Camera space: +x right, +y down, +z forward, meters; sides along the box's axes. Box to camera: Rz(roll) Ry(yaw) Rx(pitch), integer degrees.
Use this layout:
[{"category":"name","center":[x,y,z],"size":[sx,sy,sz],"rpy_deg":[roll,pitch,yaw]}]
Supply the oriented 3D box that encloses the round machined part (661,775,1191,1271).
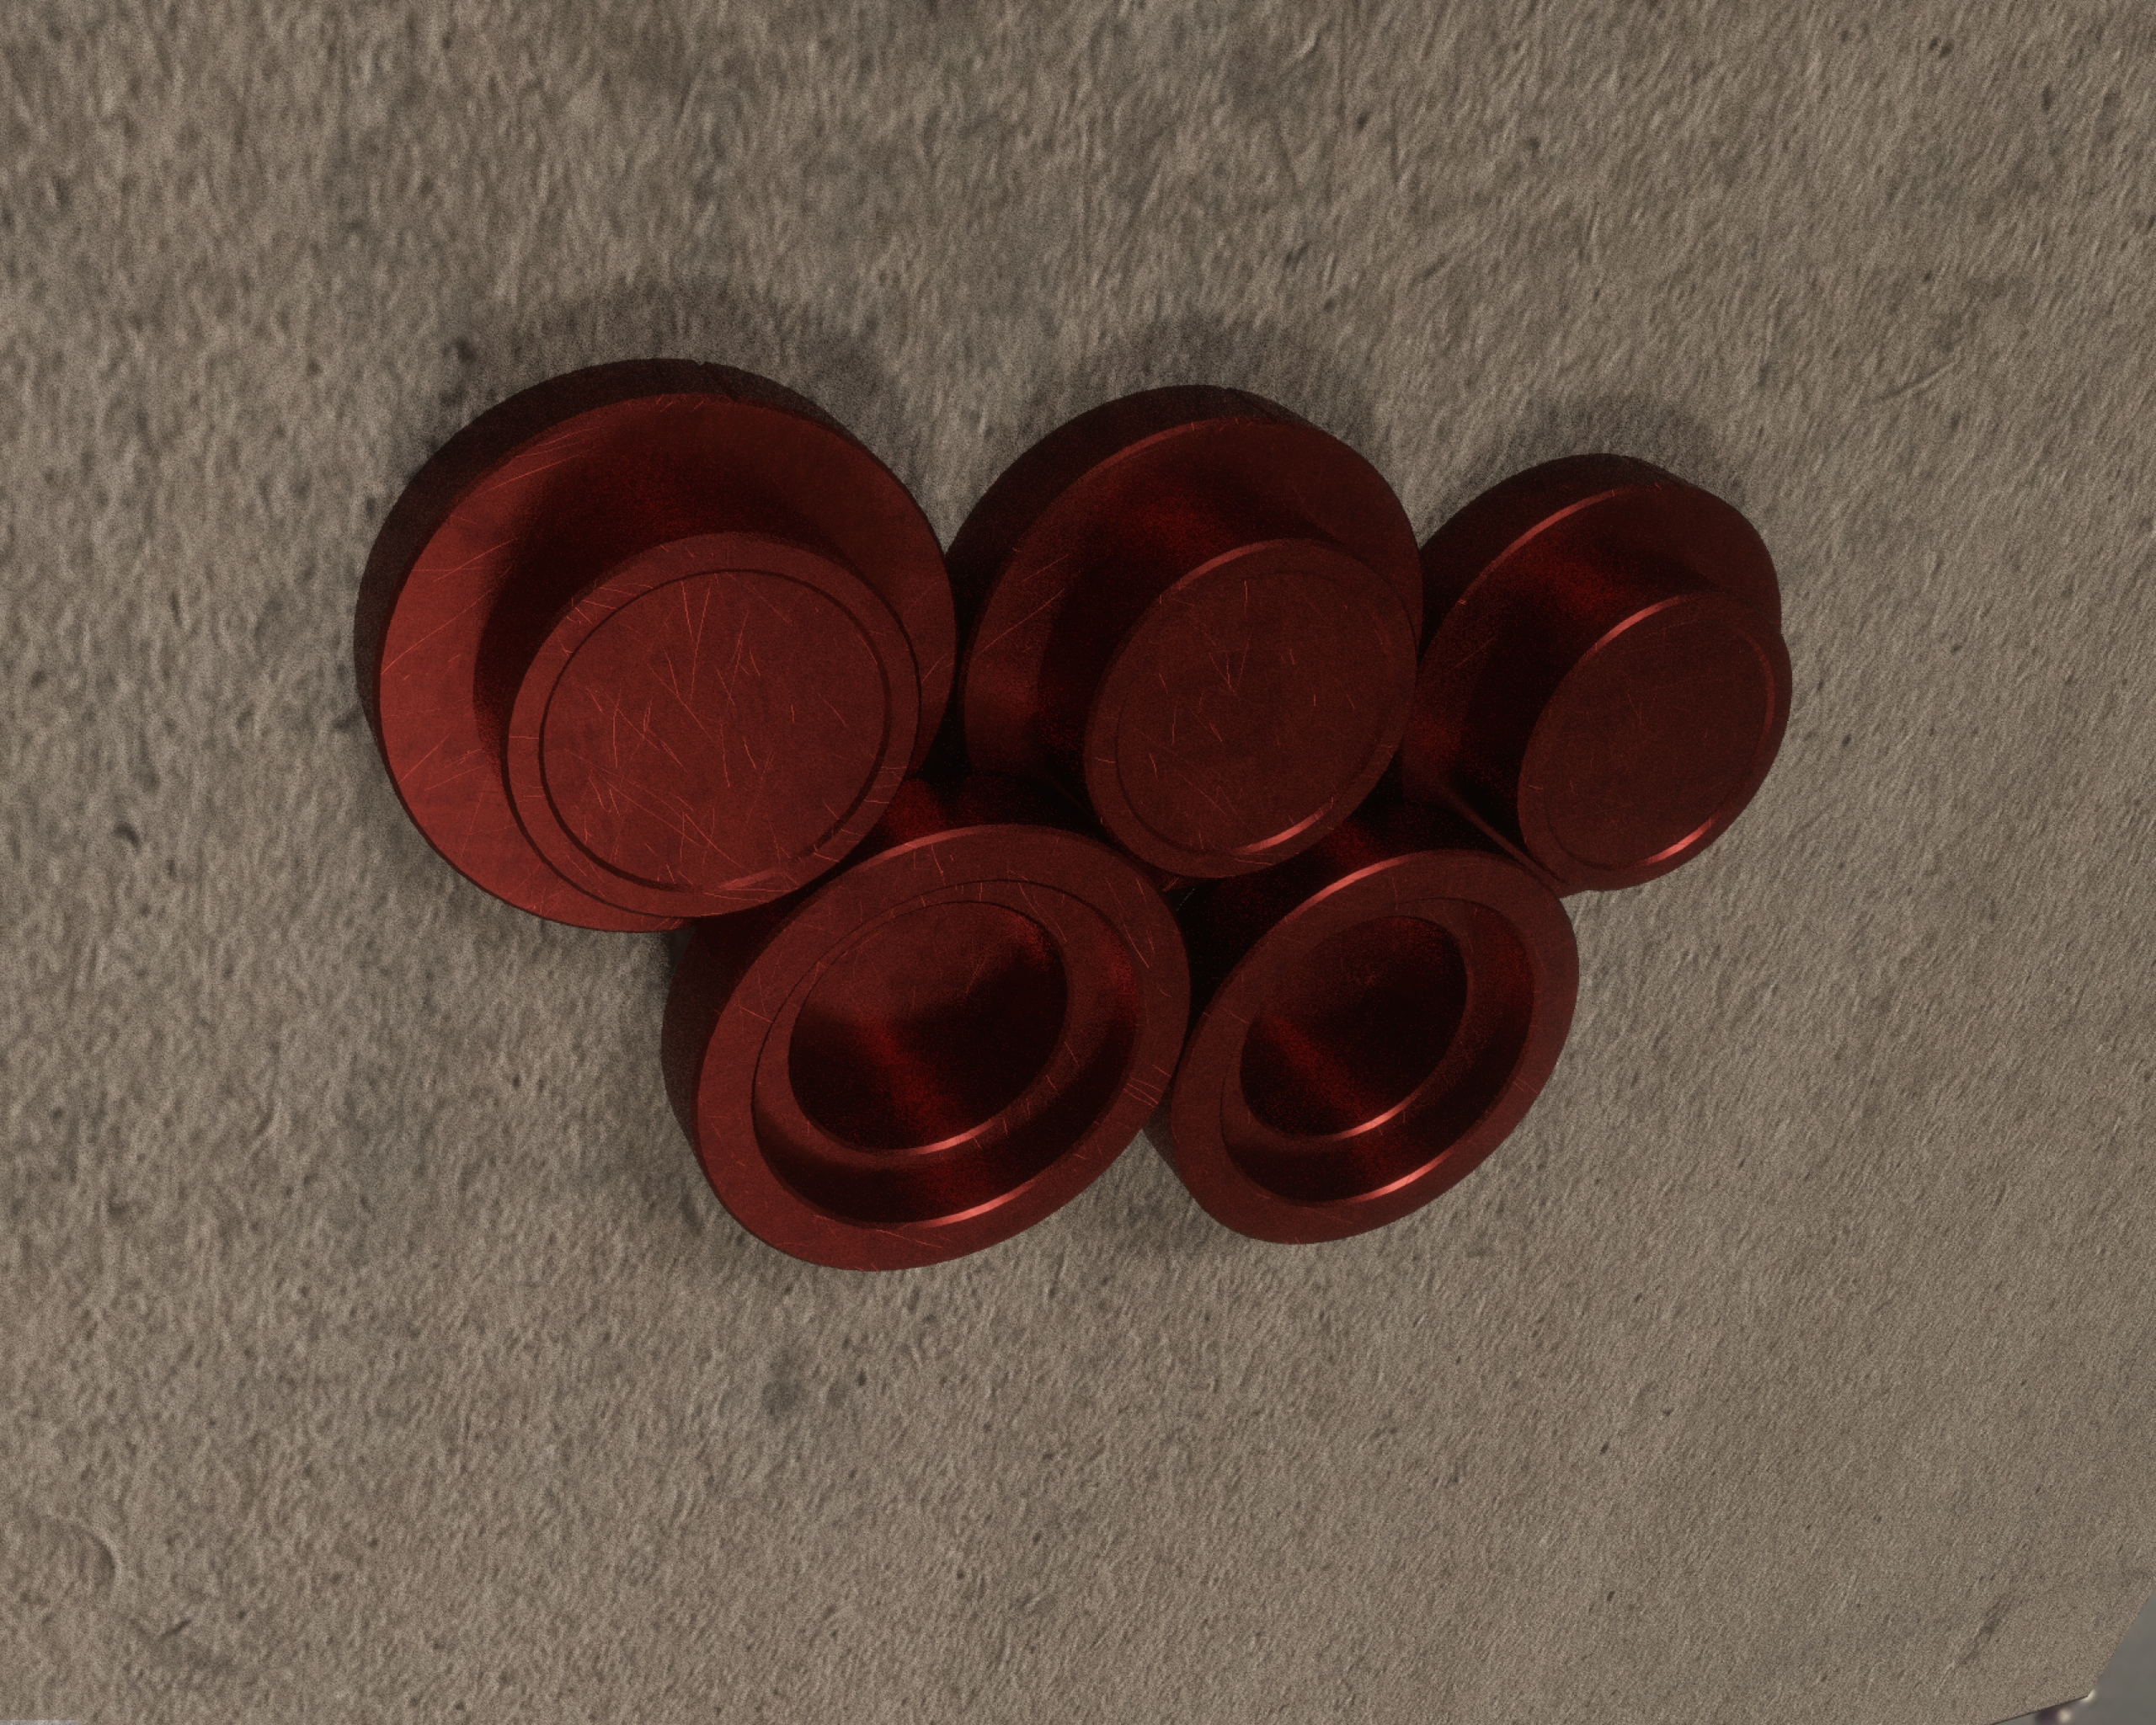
[{"category":"round machined part","center":[-0.031,0.026,0.398],"size":[0.099,0.042,0.097],"rpy_deg":[-14,125,-21]}]

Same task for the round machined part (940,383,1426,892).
[{"category":"round machined part","center":[0.024,-0.036,0.390],"size":[0.099,0.042,0.097],"rpy_deg":[-14,125,-21]}]

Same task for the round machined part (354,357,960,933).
[{"category":"round machined part","center":[-0.065,-0.030,0.345],"size":[0.099,0.042,0.097],"rpy_deg":[-14,125,-21]}]

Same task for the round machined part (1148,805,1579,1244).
[{"category":"round machined part","center":[0.054,0.030,0.448],"size":[0.099,0.042,0.097],"rpy_deg":[-14,125,-21]}]

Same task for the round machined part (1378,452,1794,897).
[{"category":"round machined part","center":[0.110,-0.033,0.439],"size":[0.099,0.042,0.097],"rpy_deg":[-14,125,-21]}]
